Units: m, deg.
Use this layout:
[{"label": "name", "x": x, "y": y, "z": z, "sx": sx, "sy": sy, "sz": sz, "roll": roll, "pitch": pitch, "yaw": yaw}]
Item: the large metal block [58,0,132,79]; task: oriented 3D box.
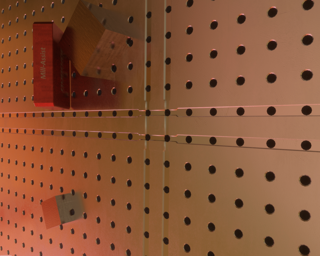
[{"label": "large metal block", "x": -0.101, "y": -0.133, "z": 0.474, "sx": 0.080, "sy": 0.050, "sz": 0.080, "roll": 52, "pitch": 120, "yaw": 27}]

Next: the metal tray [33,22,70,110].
[{"label": "metal tray", "x": -0.176, "y": -0.097, "z": 0.510, "sx": 0.030, "sy": 0.090, "sz": 0.129, "roll": -1, "pitch": 89, "yaw": -1}]

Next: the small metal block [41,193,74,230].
[{"label": "small metal block", "x": -0.186, "y": 0.151, "z": 0.560, "sx": 0.050, "sy": 0.025, "sz": 0.050, "roll": -28, "pitch": 73, "yaw": 36}]
